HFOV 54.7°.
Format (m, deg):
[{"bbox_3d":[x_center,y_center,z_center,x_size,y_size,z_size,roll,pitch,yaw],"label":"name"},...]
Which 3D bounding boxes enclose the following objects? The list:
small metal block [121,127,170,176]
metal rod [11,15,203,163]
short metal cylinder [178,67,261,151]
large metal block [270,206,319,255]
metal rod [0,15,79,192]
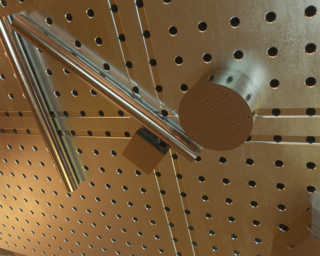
[{"bbox_3d":[-0.019,0.031,0.440,0.050,0.025,0.050,37,129,3],"label":"small metal block"},{"bbox_3d":[-0.072,-0.054,0.413,0.301,0.025,0.025,37,129,3],"label":"metal rod"},{"bbox_3d":[0.067,-0.021,0.346,0.080,0.050,0.079,13,124,20],"label":"short metal cylinder"},{"bbox_3d":[0.198,0.159,0.389,0.080,0.050,0.079,33,129,6],"label":"large metal block"},{"bbox_3d":[-0.190,-0.023,0.494,0.025,0.025,0.298,1,119,27],"label":"metal rod"}]
